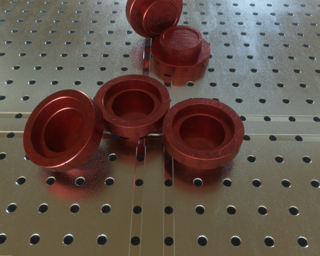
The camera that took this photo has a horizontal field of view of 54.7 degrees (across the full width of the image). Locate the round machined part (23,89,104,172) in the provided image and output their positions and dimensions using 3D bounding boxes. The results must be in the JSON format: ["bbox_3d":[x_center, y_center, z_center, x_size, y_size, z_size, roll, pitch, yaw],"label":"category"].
[{"bbox_3d":[-0.110,0.006,0.374,0.098,0.042,0.098,-8,65,18],"label":"round machined part"}]

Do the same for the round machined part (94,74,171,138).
[{"bbox_3d":[-0.036,-0.025,0.417,0.099,0.042,0.098,1,50,0],"label":"round machined part"}]

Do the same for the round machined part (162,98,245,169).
[{"bbox_3d":[0.052,0.011,0.388,0.099,0.042,0.098,0,50,0],"label":"round machined part"}]

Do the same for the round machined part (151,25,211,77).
[{"bbox_3d":[0.034,-0.132,0.508,0.099,0.042,0.098,0,50,0],"label":"round machined part"}]

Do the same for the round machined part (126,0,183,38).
[{"bbox_3d":[-0.005,-0.195,0.524,0.099,0.097,0.042,-19,53,-16],"label":"round machined part"}]
